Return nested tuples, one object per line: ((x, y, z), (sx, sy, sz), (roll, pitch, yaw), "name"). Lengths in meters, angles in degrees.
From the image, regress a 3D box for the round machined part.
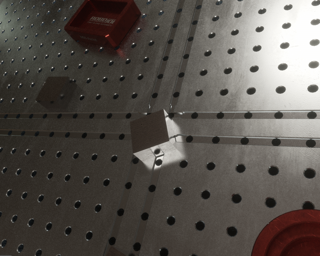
((0.129, 0.121, 0.256), (0.098, 0.042, 0.098), (-13, 56, 20), "round machined part")

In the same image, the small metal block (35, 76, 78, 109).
((-0.179, -0.062, 0.538), (0.050, 0.025, 0.050), (5, 64, 30), "small metal block")

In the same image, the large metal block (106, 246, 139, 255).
((-0.025, 0.174, 0.298), (0.080, 0.050, 0.080), (17, 71, 34), "large metal block")

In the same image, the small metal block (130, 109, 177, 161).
((-0.009, 0.010, 0.406), (0.050, 0.025, 0.050), (-20, 54, 16), "small metal block")

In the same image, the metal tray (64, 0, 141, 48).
((-0.110, -0.203, 0.585), (0.130, 0.030, 0.090), (21, 72, 35), "metal tray")
